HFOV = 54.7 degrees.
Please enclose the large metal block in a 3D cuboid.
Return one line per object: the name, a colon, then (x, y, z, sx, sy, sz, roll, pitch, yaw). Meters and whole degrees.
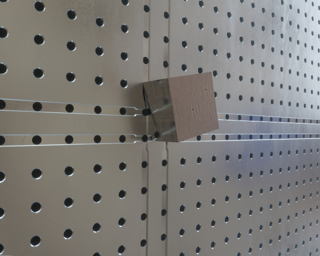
large metal block: (0.030, -0.030, 0.420, 0.081, 0.050, 0.079, -16, 100, -39)
